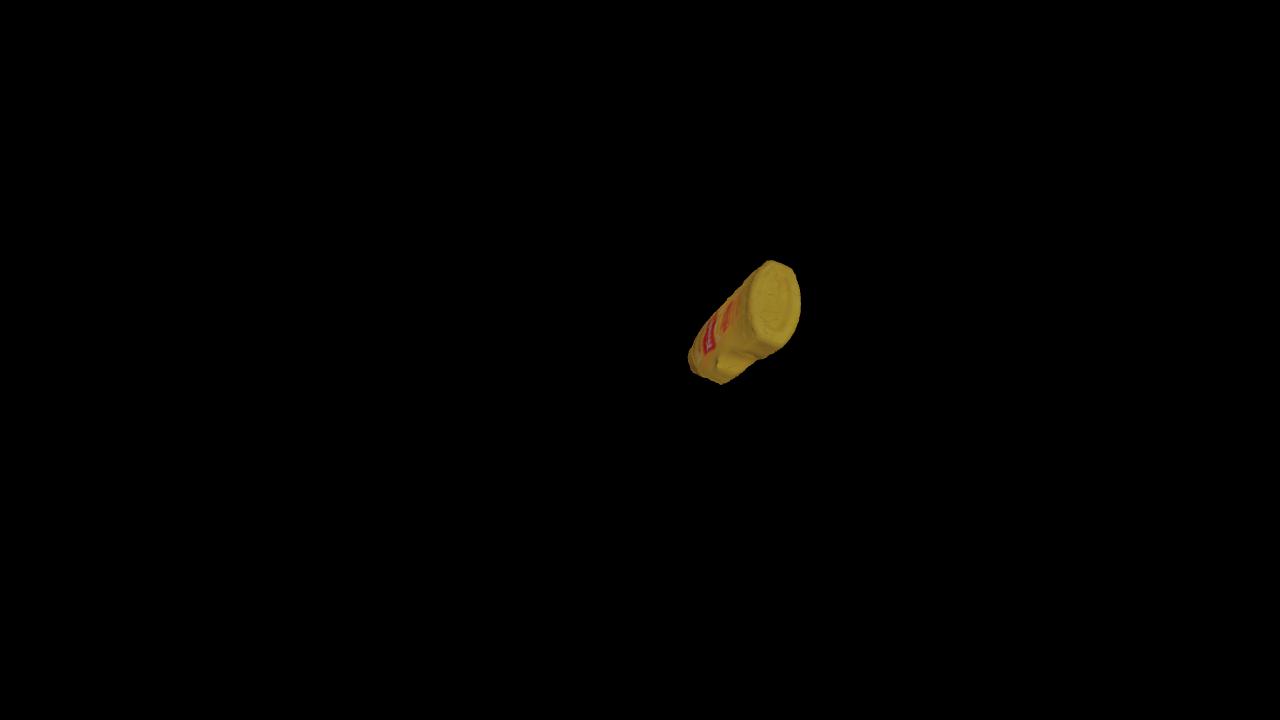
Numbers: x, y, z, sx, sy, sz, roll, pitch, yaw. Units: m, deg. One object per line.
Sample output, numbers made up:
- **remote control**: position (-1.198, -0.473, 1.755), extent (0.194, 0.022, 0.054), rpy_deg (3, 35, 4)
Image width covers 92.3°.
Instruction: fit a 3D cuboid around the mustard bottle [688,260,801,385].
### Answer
- **mustard bottle**: position (0.096, -0.022, 0.639), extent (0.054, 0.092, 0.184), rpy_deg (14, -24, -15)
